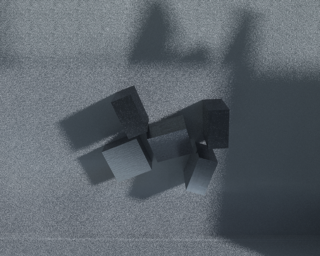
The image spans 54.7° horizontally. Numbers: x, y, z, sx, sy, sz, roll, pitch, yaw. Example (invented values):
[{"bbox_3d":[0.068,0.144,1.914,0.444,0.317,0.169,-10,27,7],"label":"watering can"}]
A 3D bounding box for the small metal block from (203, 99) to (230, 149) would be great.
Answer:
[{"bbox_3d":[0.070,-0.006,0.396,0.025,0.050,0.050,-3,110,1],"label":"small metal block"}]

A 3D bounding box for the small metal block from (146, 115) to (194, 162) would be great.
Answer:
[{"bbox_3d":[0.013,0.015,0.406,0.050,0.025,0.050,-15,136,5],"label":"small metal block"}]

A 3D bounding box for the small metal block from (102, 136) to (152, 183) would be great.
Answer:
[{"bbox_3d":[-0.044,0.040,0.426,0.050,0.025,0.050,-22,109,7],"label":"small metal block"}]

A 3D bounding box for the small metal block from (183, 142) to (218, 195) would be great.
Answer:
[{"bbox_3d":[0.053,0.054,0.418,0.025,0.050,0.050,17,109,-6],"label":"small metal block"}]

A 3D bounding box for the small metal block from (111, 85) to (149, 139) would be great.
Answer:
[{"bbox_3d":[-0.036,-0.021,0.390,0.025,0.050,0.050,-21,109,8],"label":"small metal block"}]
